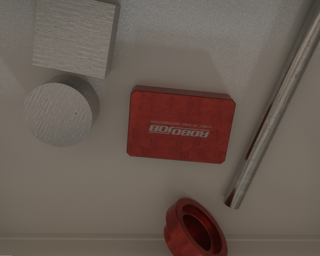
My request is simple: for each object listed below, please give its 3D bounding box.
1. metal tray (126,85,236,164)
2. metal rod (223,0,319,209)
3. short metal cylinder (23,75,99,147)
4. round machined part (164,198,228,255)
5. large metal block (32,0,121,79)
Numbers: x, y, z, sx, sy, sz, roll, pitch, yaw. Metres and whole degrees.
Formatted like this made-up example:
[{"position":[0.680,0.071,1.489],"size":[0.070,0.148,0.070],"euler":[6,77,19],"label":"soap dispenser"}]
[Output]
[{"position":[0.025,-0.004,0.408],"size":[0.131,0.030,0.089],"euler":[5,110,-3],"label":"metal tray"},{"position":[0.150,-0.022,0.405],"size":[0.025,0.025,0.298],"euler":[17,109,-7],"label":"metal rod"},{"position":[-0.121,-0.023,0.388],"size":[0.081,0.050,0.079],"euler":[0,110,-1],"label":"short metal cylinder"},{"position":[0.044,0.149,0.429],"size":[0.098,0.098,0.042],"euler":[39,112,-14],"label":"round machined part"},{"position":[-0.094,-0.108,0.357],"size":[0.081,0.050,0.079],"euler":[11,110,-5],"label":"large metal block"}]
